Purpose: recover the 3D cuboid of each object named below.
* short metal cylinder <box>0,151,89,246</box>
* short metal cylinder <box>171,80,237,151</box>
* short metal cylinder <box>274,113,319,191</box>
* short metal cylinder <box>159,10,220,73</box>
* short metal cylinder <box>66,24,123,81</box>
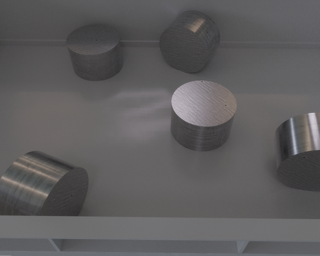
[{"bbox_3d":[-0.116,0.069,0.311,0.050,0.080,0.080,19,53,15],"label":"short metal cylinder"},{"bbox_3d":[0.055,-0.016,0.403,0.080,0.050,0.080,0,50,0],"label":"short metal cylinder"},{"bbox_3d":[0.172,0.028,0.346,0.080,0.080,0.050,7,51,6],"label":"short metal cylinder"},{"bbox_3d":[0.046,-0.134,0.482,0.080,0.080,0.050,23,54,18],"label":"short metal cylinder"},{"bbox_3d":[-0.101,-0.119,0.488,0.080,0.050,0.080,0,50,0],"label":"short metal cylinder"}]
